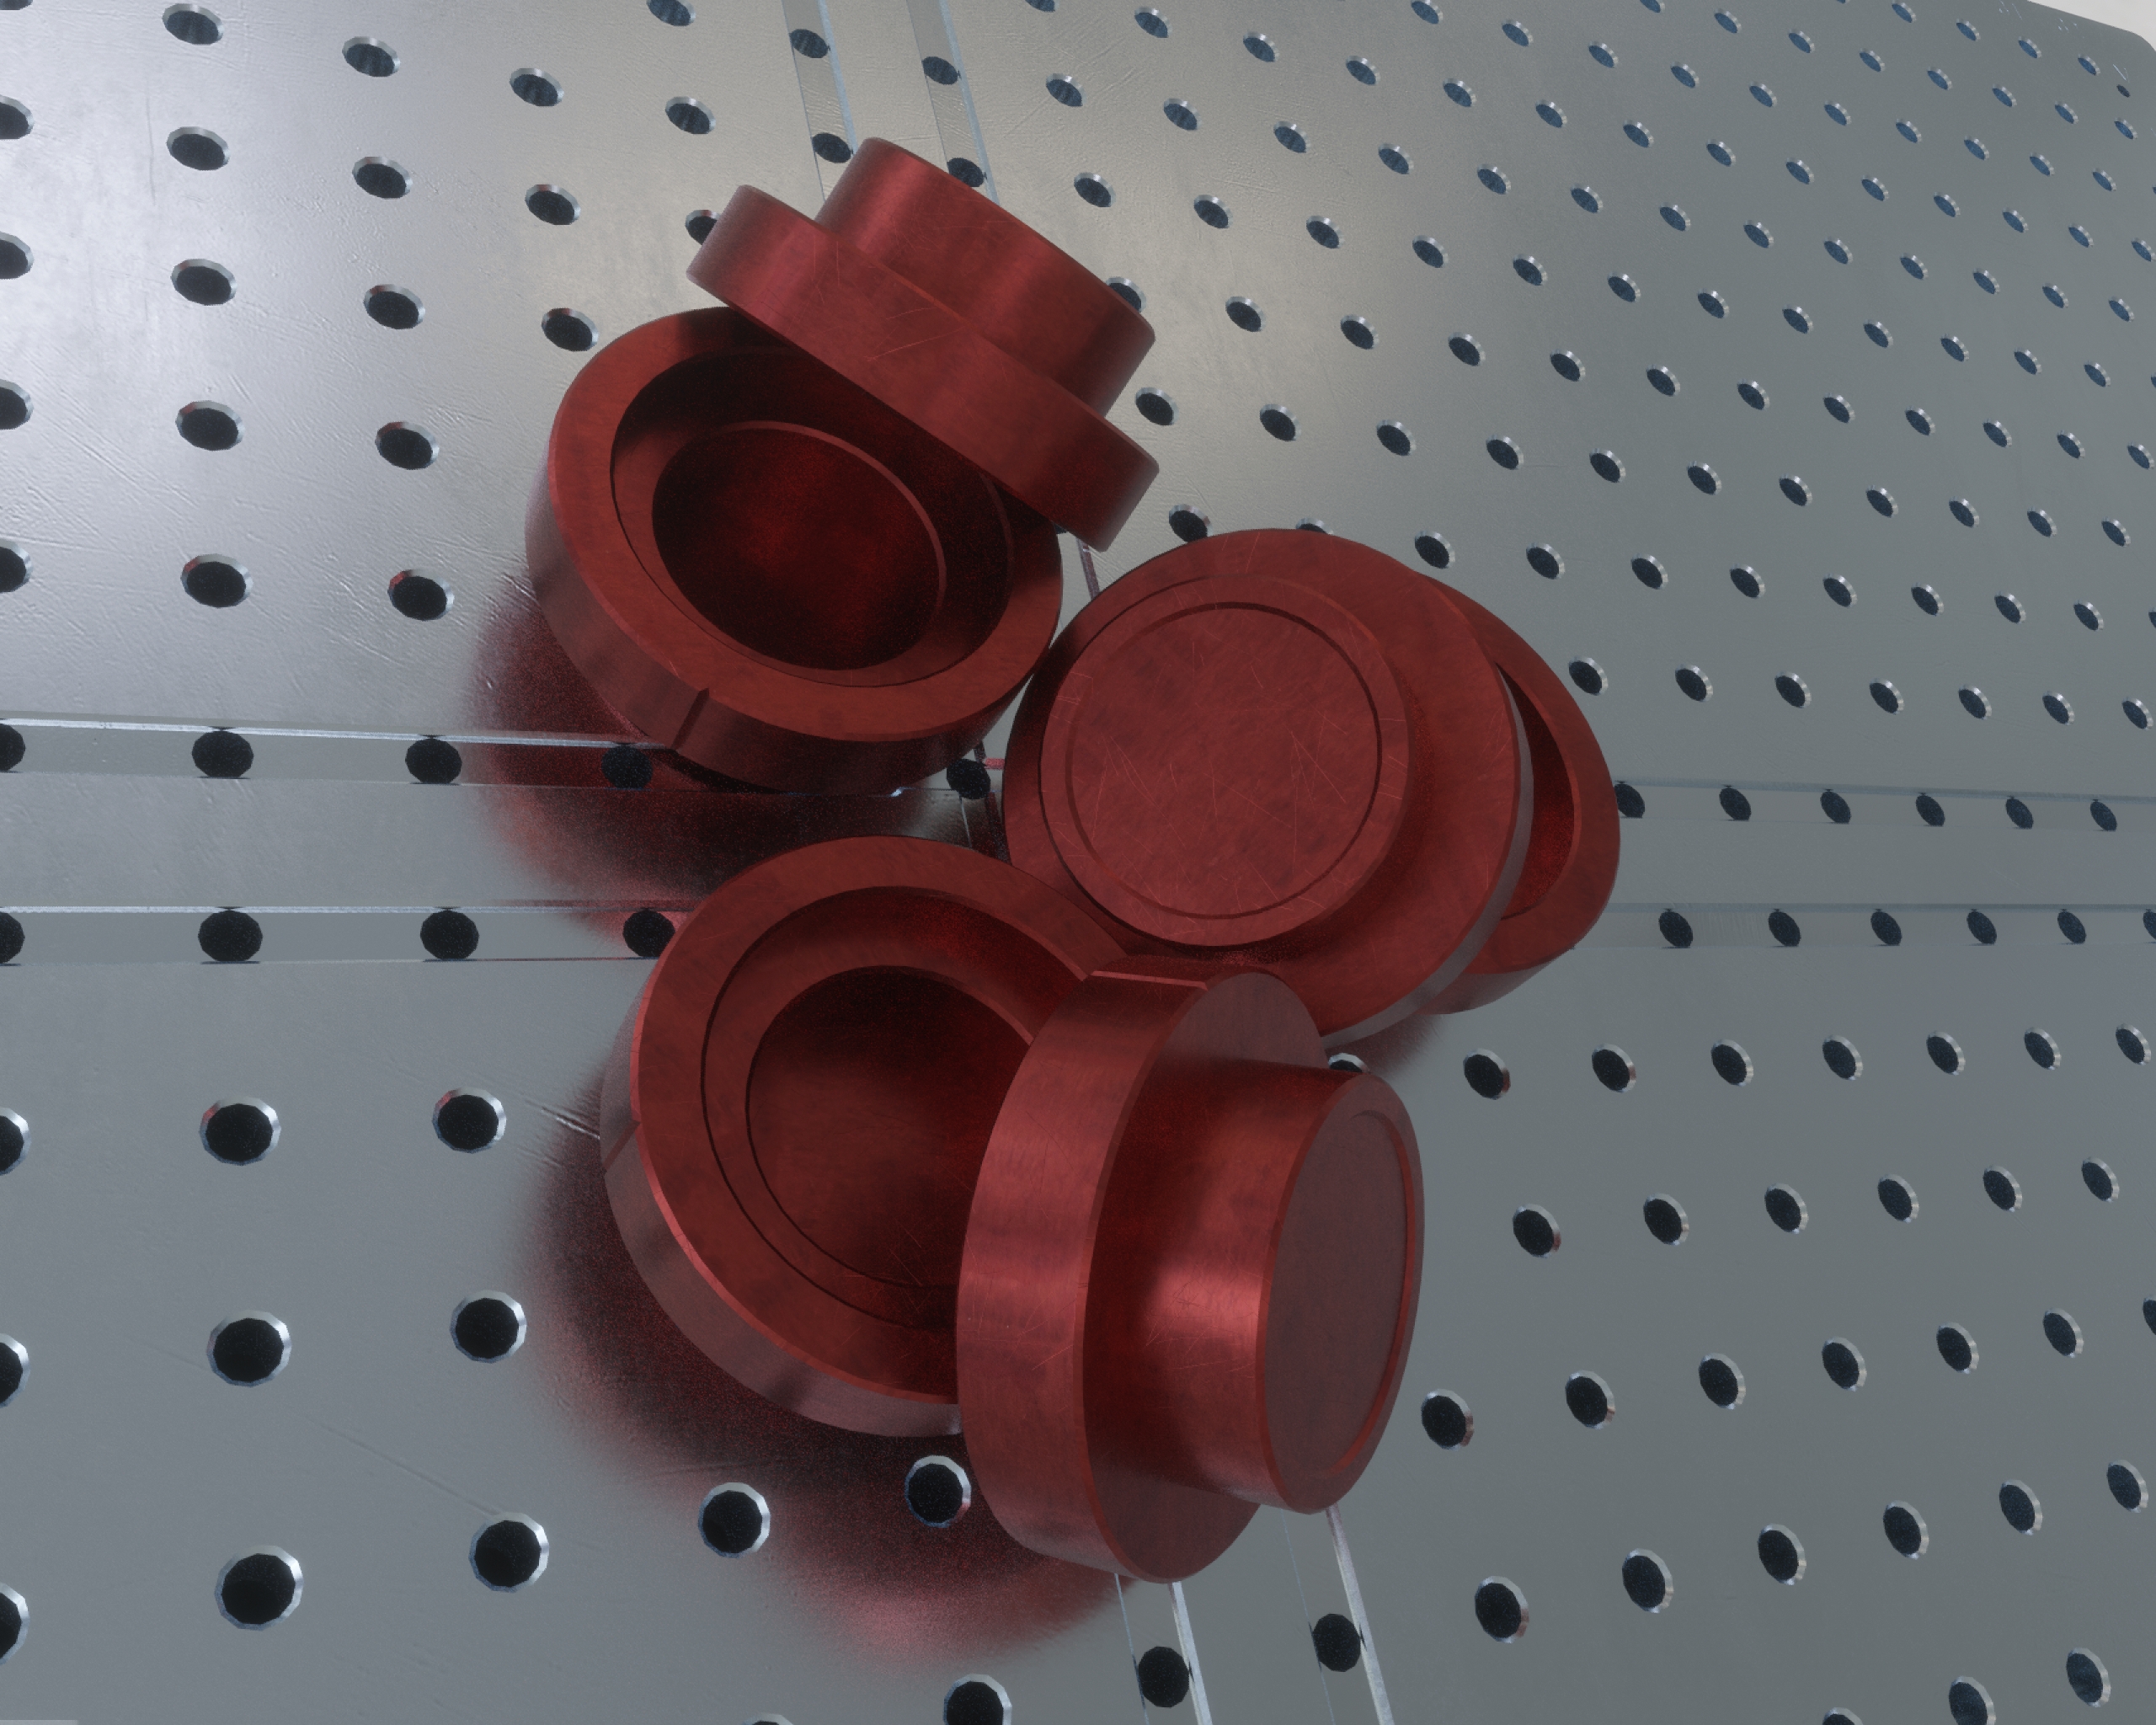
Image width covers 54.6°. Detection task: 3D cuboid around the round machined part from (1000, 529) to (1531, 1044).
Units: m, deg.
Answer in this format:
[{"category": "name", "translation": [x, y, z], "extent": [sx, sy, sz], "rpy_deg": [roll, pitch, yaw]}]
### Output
[{"category": "round machined part", "translation": [0.031, -0.015, 0.384], "extent": [0.098, 0.098, 0.042], "rpy_deg": [63, 12, 17]}]

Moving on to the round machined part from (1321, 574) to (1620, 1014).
[{"category": "round machined part", "translation": [0.060, -0.012, 0.436], "extent": [0.099, 0.042, 0.098], "rpy_deg": [13, 56, -21]}]

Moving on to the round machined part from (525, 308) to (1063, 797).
[{"category": "round machined part", "translation": [-0.056, -0.054, 0.399], "extent": [0.099, 0.042, 0.098], "rpy_deg": [13, 56, -21]}]

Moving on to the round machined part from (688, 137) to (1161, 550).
[{"category": "round machined part", "translation": [-0.024, -0.106, 0.413], "extent": [0.098, 0.042, 0.098], "rpy_deg": [33, 7, -4]}]

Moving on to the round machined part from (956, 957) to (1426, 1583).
[{"category": "round machined part", "translation": [0.024, 0.065, 0.333], "extent": [0.099, 0.042, 0.097], "rpy_deg": [-15, 107, -60]}]

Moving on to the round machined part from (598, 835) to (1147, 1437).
[{"category": "round machined part", "translation": [-0.031, 0.048, 0.350], "extent": [0.099, 0.042, 0.098], "rpy_deg": [13, 56, -21]}]
